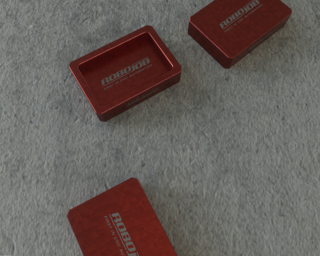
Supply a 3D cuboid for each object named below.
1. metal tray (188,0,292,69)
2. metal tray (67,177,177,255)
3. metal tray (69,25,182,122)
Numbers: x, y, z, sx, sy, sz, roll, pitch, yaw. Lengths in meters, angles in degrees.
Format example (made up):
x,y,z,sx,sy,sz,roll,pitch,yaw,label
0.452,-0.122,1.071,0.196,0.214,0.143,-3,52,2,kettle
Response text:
x,y,z,sx,sy,sz,roll,pitch,yaw,label
0.118,-0.160,0.465,0.130,0.030,0.090,-38,75,-13,metal tray
-0.038,0.135,0.356,0.090,0.030,0.130,-27,72,-10,metal tray
-0.047,-0.078,0.433,0.131,0.030,0.090,-30,73,-11,metal tray
